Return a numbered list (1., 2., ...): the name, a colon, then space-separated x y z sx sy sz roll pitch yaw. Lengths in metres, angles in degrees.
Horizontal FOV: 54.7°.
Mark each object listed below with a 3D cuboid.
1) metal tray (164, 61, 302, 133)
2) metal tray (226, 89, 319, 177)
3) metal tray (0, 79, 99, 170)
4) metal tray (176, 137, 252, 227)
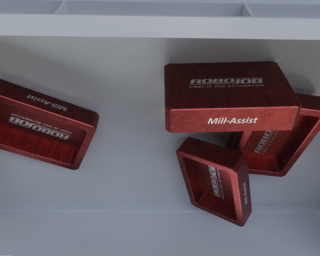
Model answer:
1. metal tray: 0.070 -0.036 0.335 0.131 0.090 0.030 -1 130 1
2. metal tray: 0.146 0.011 0.409 0.091 0.030 0.129 7 135 -6
3. metal tray: -0.156 0.000 0.404 0.131 0.030 0.089 20 127 -16
4. metal tray: 0.079 0.078 0.441 0.090 0.030 0.129 17 140 35
